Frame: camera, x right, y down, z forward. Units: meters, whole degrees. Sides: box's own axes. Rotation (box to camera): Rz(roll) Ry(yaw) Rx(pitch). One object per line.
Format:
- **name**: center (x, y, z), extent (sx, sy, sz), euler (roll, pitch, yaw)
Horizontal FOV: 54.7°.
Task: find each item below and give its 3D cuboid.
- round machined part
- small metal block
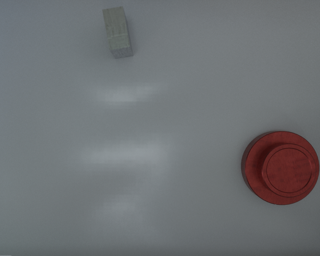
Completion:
- **round machined part**: center (0.161, 0.053, 0.405), extent (0.099, 0.042, 0.097), euler (0, 90, -1)
- **small metal block**: center (-0.053, -0.121, 0.398), extent (0.025, 0.050, 0.050), euler (-10, 90, 0)
